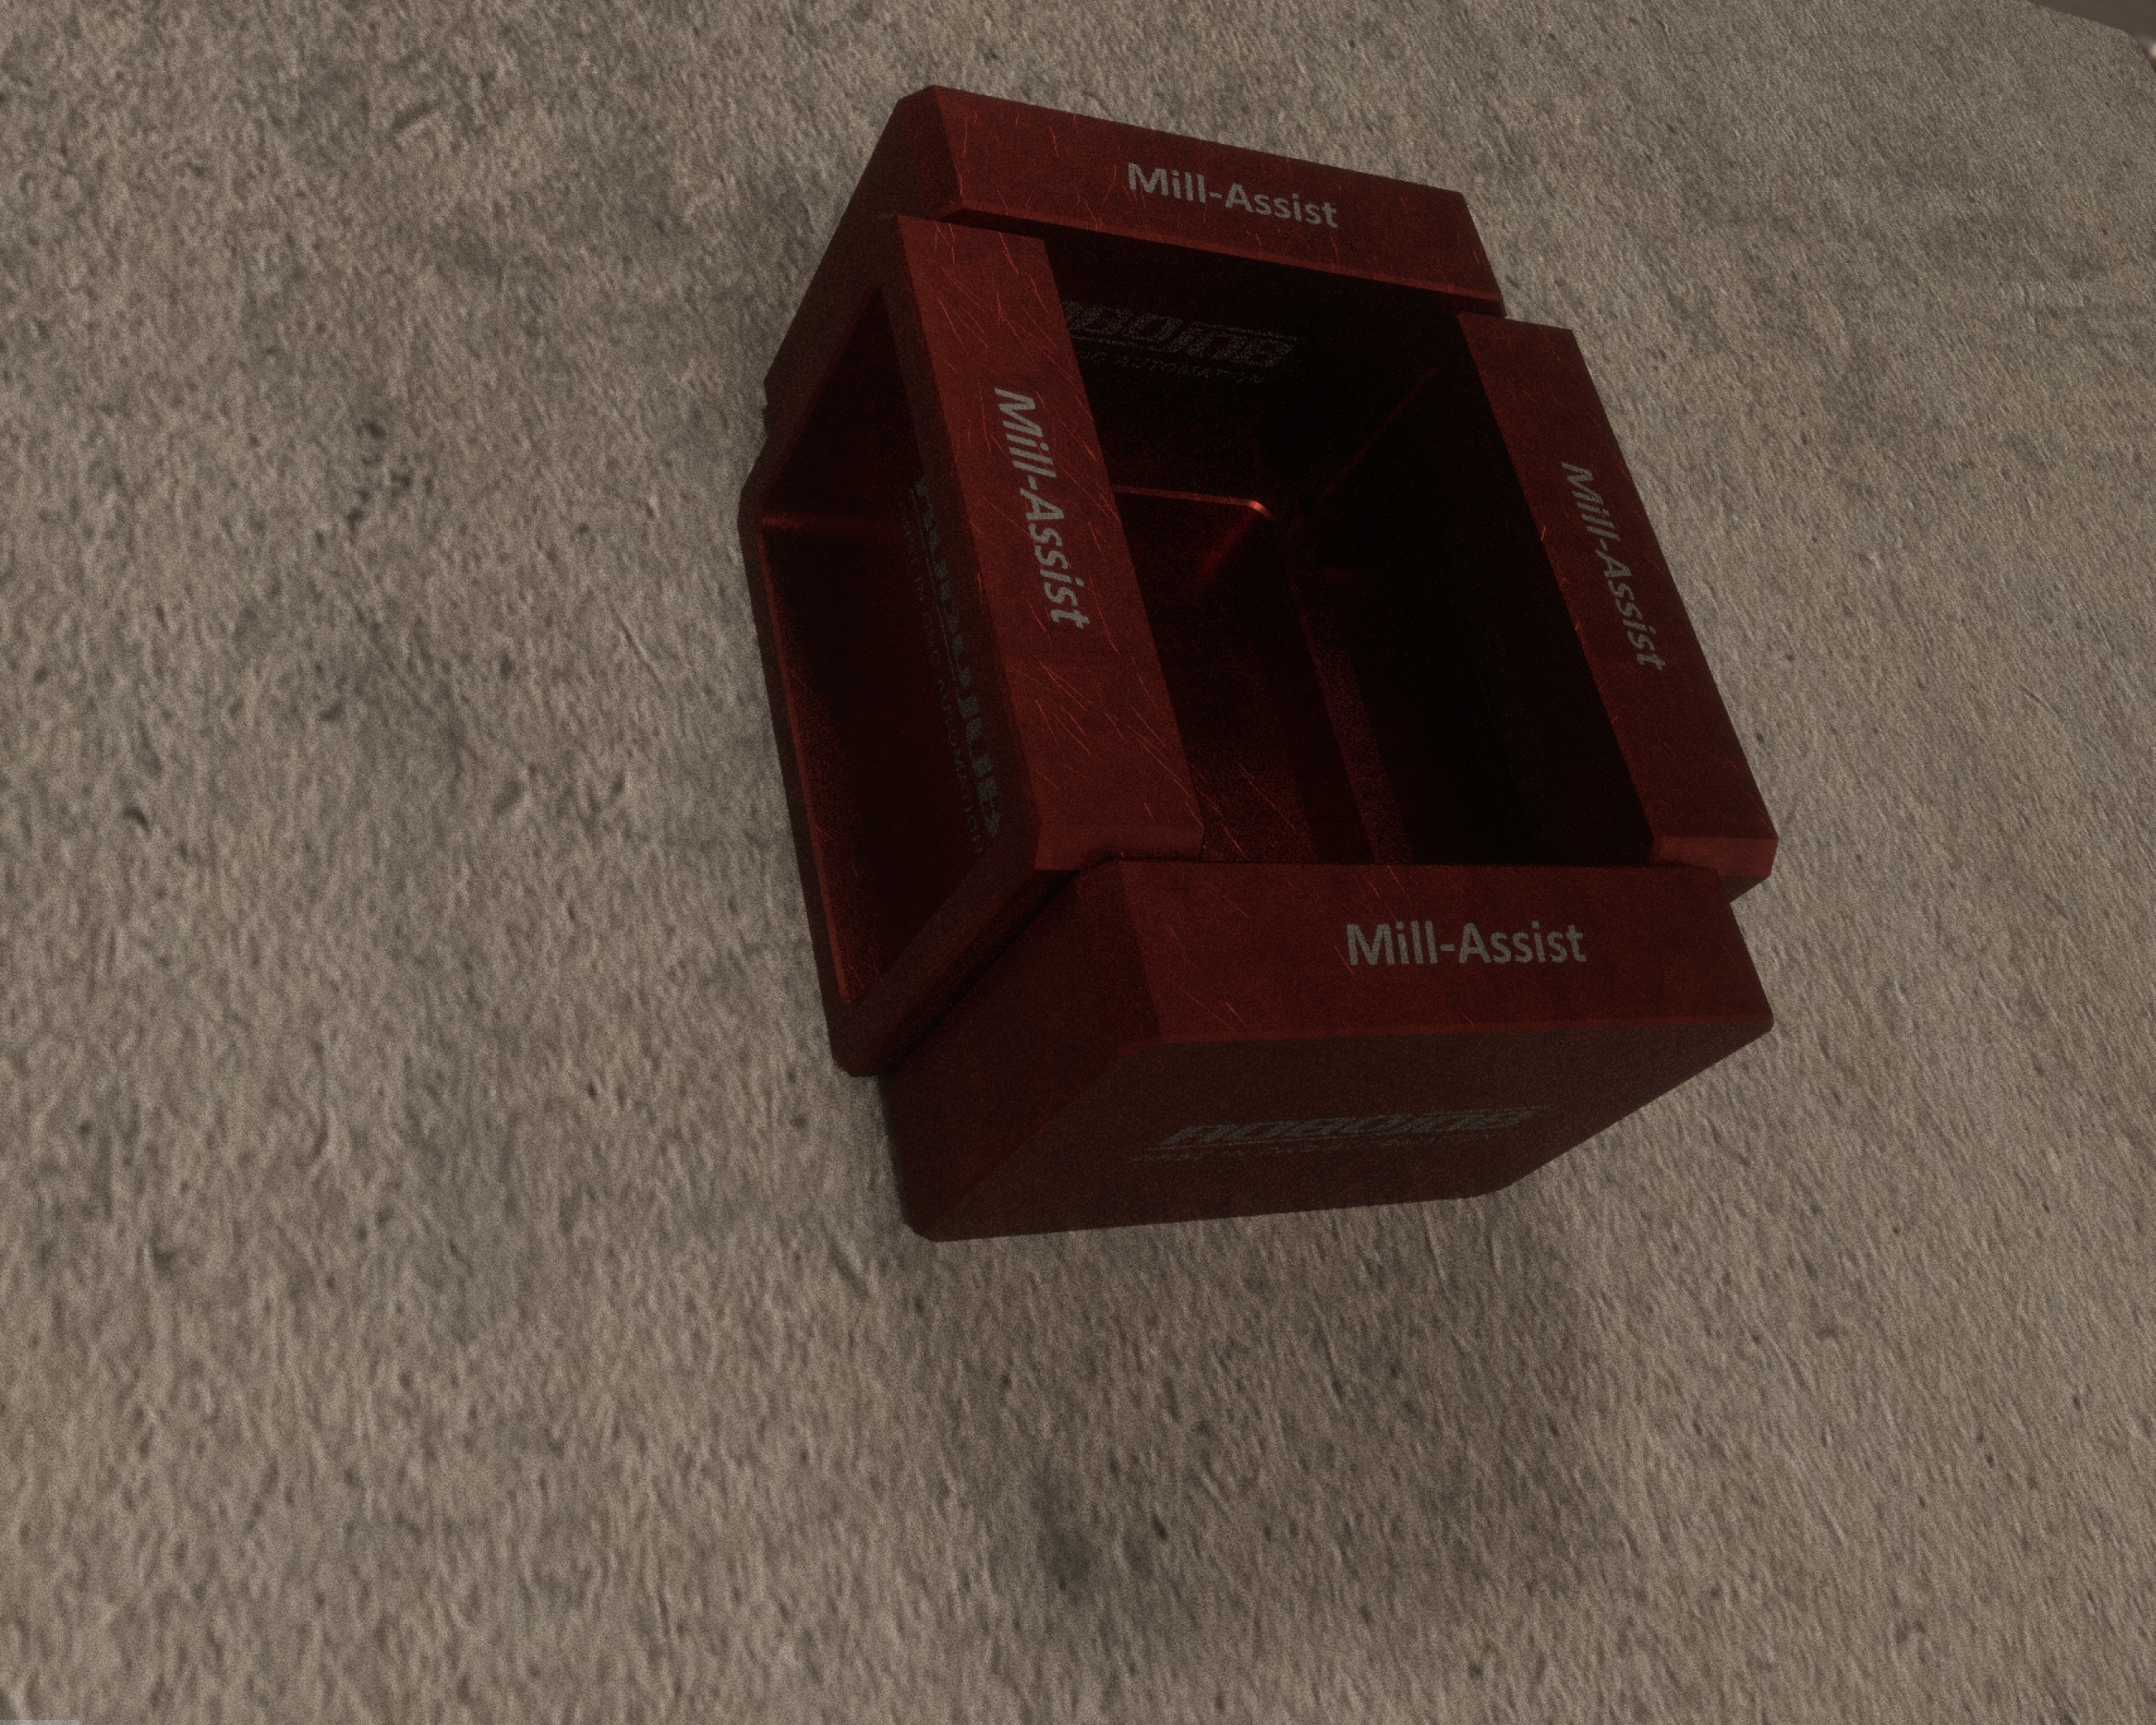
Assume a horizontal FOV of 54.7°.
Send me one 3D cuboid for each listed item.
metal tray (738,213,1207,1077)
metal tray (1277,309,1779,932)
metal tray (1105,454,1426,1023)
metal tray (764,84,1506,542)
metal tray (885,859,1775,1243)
[{"bbox_3d":[-0.025,-0.037,0.374,0.030,0.090,0.130,1,61,-28],"label":"metal tray"},{"bbox_3d":[0.083,-0.036,0.432,0.030,0.090,0.130,1,61,-28],"label":"metal tray"},{"bbox_3d":[0.016,-0.023,0.426,0.091,0.030,0.130,1,61,-28],"label":"metal tray"},{"bbox_3d":[0.011,-0.107,0.436,0.131,0.090,0.030,1,62,-28],"label":"metal tray"},{"bbox_3d":[0.043,0.034,0.367,0.131,0.090,0.030,1,62,-28],"label":"metal tray"}]
